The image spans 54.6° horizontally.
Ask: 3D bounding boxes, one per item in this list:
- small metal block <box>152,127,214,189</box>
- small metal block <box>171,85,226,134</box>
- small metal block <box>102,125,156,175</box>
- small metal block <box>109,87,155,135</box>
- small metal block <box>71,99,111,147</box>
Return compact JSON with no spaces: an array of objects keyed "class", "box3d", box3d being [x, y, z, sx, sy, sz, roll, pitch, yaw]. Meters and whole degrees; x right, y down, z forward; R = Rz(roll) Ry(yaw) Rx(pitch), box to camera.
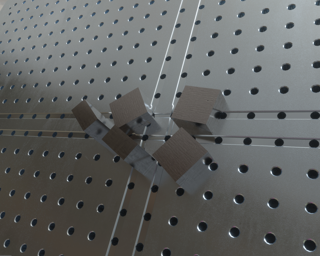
[{"class":"small metal block","box3d":[0.027,0.035,0.373,0.050,0.025,0.050,-43,51,-2]},{"class":"small metal block","box3d":[0.049,-0.025,0.398,0.050,0.025,0.050,12,68,33]},{"class":"small metal block","box3d":[-0.039,0.028,0.397,0.025,0.050,0.050,-49,51,-6]},{"class":"small metal block","box3d":[-0.040,-0.023,0.445,0.050,0.025,0.050,-29,52,10]},{"class":"small metal block","box3d":[-0.094,-0.007,0.448,0.025,0.050,0.050,-41,51,1]}]
